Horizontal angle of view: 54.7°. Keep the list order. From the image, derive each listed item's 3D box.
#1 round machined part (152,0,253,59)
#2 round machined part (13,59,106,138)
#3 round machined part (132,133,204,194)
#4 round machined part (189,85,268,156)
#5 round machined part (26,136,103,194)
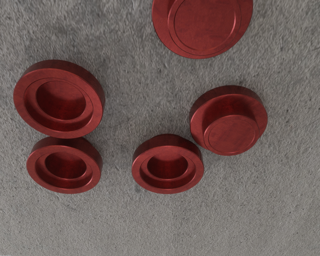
[{"bbox_3d":[0.041,-0.111,0.302,0.099,0.042,0.097,0,130,0],"label":"round machined part"},{"bbox_3d":[-0.113,-0.037,0.363,0.099,0.042,0.097,0,130,0],"label":"round machined part"},{"bbox_3d":[0.011,0.046,0.435,0.099,0.042,0.097,0,130,0],"label":"round machined part"},{"bbox_3d":[0.088,-0.002,0.395,0.099,0.042,0.097,0,130,0],"label":"round machined part"},{"bbox_3d":[-0.129,0.046,0.434,0.099,0.042,0.097,0,130,0],"label":"round machined part"}]
